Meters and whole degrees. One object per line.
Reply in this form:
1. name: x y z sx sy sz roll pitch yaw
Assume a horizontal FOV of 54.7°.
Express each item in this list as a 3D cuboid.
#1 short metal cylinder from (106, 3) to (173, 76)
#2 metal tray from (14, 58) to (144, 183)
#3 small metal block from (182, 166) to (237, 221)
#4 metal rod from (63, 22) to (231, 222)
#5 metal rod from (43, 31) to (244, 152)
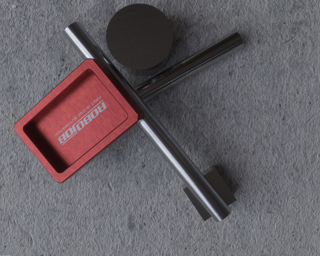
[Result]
1. short metal cylinder: -0.025 -0.110 0.398 0.081 0.050 0.079 0 90 -1
2. metal tray: -0.096 -0.008 0.369 0.130 0.030 0.090 -39 90 11
3. small metal block: 0.064 0.086 0.412 0.050 0.025 0.050 -34 90 0
4. metal rod: -0.015 -0.007 0.386 0.025 0.025 0.300 -39 91 0
5. metal rod: -0.027 -0.044 0.411 0.301 0.025 0.025 -30 90 -1
